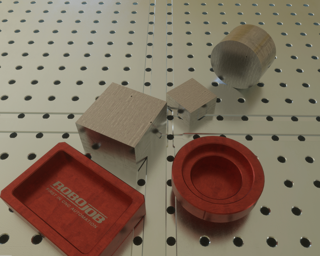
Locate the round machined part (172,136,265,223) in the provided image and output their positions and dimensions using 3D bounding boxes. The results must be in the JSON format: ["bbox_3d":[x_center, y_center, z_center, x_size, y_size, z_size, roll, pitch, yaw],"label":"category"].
[{"bbox_3d":[0.062,0.060,0.347,0.099,0.042,0.098,0,50,0],"label":"round machined part"}]

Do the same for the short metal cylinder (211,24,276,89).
[{"bbox_3d":[0.123,-0.106,0.461,0.080,0.080,0.050,29,56,22],"label":"short metal cylinder"}]

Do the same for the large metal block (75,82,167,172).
[{"bbox_3d":[-0.045,-0.004,0.394,0.080,0.050,0.080,22,53,17],"label":"large metal block"}]

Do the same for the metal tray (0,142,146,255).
[{"bbox_3d":[-0.092,0.080,0.335,0.130,0.030,0.090,29,56,22],"label":"metal tray"}]

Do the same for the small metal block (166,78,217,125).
[{"bbox_3d":[0.044,-0.039,0.440,0.050,0.025,0.050,-32,57,-24],"label":"small metal block"}]
